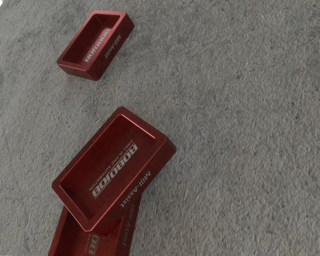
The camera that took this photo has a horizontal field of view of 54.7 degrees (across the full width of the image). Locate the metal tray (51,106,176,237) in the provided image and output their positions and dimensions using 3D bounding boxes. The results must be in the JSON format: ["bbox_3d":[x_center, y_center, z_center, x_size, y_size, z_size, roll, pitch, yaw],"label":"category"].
[{"bbox_3d":[-0.055,0.046,0.361,0.090,0.030,0.130,34,80,38],"label":"metal tray"}]

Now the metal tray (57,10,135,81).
[{"bbox_3d":[-0.115,-0.151,0.553,0.090,0.030,0.130,18,71,35],"label":"metal tray"}]

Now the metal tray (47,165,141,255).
[{"bbox_3d":[-0.076,0.111,0.372,0.090,0.030,0.130,-2,60,27],"label":"metal tray"}]
